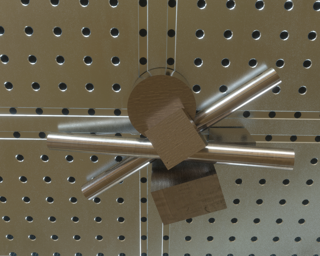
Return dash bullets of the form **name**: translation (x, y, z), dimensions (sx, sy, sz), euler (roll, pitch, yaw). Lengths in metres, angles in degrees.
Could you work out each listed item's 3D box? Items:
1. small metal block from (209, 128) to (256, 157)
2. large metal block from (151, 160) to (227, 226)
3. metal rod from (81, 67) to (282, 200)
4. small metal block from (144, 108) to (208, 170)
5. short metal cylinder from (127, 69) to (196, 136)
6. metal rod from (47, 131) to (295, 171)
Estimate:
- **small metal block**: translation (0.092, 0.020, 0.405), dimensions (0.050, 0.050, 0.025), euler (1, 110, 1)
- **large metal block**: translation (0.035, 0.072, 0.406), dimensions (0.080, 0.080, 0.050), euler (-17, 109, 6)
- **metal rod**: translation (0.020, 0.013, 0.415), dimensions (0.300, 0.025, 0.025), euler (-32, 107, 11)
- **small metal block**: translation (0.019, 0.012, 0.352), dimensions (0.050, 0.025, 0.050), euler (-34, 84, 11)
- **short metal cylinder**: translation (0.002, -0.031, 0.385), dimensions (0.081, 0.050, 0.079), euler (0, 109, 0)
- **metal rod**: translation (0.003, 0.026, 0.382), dimensions (0.301, 0.025, 0.025), euler (4, 111, 12)
